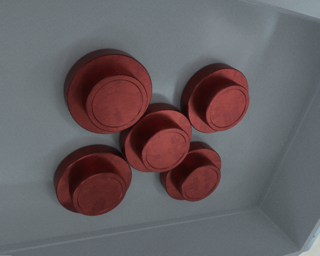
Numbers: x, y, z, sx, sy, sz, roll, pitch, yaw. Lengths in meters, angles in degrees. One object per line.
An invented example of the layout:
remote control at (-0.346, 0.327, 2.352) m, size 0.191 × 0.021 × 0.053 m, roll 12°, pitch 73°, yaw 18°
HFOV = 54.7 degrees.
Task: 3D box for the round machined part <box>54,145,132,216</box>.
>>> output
round machined part at (-0.082, 0.073, 0.398) m, size 0.099 × 0.042 × 0.097 m, roll -14°, pitch 125°, yaw -21°

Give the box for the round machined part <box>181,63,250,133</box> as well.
round machined part at (0.081, -0.035, 0.421) m, size 0.099 × 0.042 × 0.097 m, roll -14°, pitch 125°, yaw -21°

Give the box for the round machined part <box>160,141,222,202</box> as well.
round machined part at (0.053, 0.073, 0.472) m, size 0.099 × 0.042 × 0.097 m, roll -14°, pitch 125°, yaw -21°

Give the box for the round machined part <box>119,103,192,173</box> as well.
round machined part at (0.000, 0.020, 0.409) m, size 0.099 × 0.042 × 0.097 m, roll -14°, pitch 125°, yaw -21°

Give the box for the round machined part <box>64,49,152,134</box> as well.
round machined part at (-0.053, -0.035, 0.346) m, size 0.099 × 0.042 × 0.097 m, roll -14°, pitch 125°, yaw -21°
